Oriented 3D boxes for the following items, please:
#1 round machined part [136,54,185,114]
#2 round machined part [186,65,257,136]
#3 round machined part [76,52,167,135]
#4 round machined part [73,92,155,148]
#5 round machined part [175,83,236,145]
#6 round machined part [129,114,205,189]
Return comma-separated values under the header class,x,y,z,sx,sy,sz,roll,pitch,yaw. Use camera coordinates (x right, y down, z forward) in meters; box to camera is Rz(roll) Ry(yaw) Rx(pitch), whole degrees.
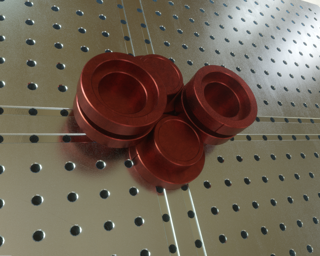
class,x,y,z,sx,sy,sz,roll,pitch,yaw
round machined part,-0.007,-0.063,0.431,0.099,0.042,0.098,13,56,-21
round machined part,0.078,-0.033,0.417,0.099,0.042,0.098,13,56,-21
round machined part,-0.045,-0.035,0.352,0.099,0.042,0.098,13,56,-21
round machined part,-0.056,-0.019,0.378,0.099,0.042,0.098,13,56,-21
round machined part,0.064,-0.019,0.442,0.099,0.042,0.098,13,56,-21
round machined part,0.015,0.024,0.389,0.099,0.042,0.098,13,56,-21
